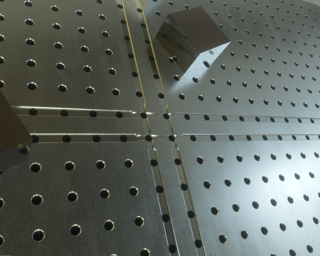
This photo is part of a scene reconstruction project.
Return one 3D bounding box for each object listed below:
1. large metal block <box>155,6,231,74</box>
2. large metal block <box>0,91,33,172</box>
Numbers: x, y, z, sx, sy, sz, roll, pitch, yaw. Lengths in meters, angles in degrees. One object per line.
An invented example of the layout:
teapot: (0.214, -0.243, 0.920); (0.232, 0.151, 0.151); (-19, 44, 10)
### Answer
large metal block: (0.054, -0.146, 0.510); (0.081, 0.050, 0.080); (-29, 78, -37)
large metal block: (-0.181, 0.006, 0.291); (0.081, 0.050, 0.080); (-30, 79, -38)
